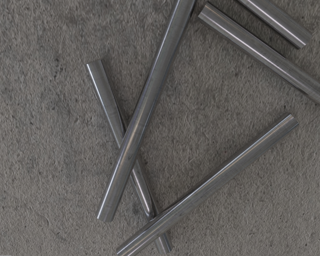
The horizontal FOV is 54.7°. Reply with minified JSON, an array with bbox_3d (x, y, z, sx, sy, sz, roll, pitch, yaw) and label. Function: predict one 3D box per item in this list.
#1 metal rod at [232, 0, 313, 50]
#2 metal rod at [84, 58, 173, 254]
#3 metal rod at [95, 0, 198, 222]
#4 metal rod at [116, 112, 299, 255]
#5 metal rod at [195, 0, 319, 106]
[{"bbox_3d":[0.048,-0.183,0.342,0.301,0.025,0.025,32,107,-12],"label":"metal rod"},{"bbox_3d":[-0.036,0.052,0.428,0.025,0.025,0.298,-16,110,6],"label":"metal rod"},{"bbox_3d":[-0.020,-0.018,0.383,0.025,0.025,0.298,20,101,-7],"label":"metal rod"},{"bbox_3d":[0.060,0.084,0.423,0.300,0.025,0.025,-40,106,6],"label":"metal rod"},{"bbox_3d":[0.174,-0.061,0.388,0.301,0.025,0.025,31,107,-11],"label":"metal rod"}]
